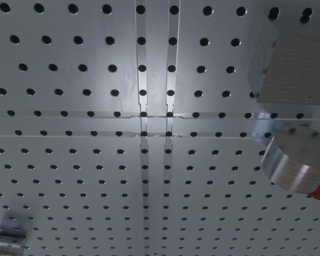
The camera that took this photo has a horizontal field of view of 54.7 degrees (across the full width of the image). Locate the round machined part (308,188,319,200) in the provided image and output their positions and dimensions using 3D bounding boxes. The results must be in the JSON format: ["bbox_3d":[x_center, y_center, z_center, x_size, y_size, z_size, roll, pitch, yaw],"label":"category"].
[{"bbox_3d":[0.253,0.073,0.465,0.099,0.042,0.097,0,130,0],"label":"round machined part"}]

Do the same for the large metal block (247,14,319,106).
[{"bbox_3d":[0.149,-0.072,0.335,0.081,0.050,0.079,2,130,-2],"label":"large metal block"}]

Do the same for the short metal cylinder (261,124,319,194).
[{"bbox_3d":[0.183,0.040,0.411,0.081,0.080,0.050,5,130,-5],"label":"short metal cylinder"}]

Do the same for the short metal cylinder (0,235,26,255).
[{"bbox_3d":[-0.292,0.246,0.582,0.050,0.080,0.079,13,129,-11],"label":"short metal cylinder"}]
